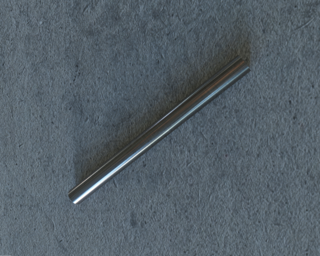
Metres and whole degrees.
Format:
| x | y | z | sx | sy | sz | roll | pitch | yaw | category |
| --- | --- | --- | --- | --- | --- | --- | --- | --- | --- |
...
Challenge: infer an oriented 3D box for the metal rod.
| x | y | z | sx | sy | sz | roll | pitch | yaw | category |
| --- | --- | --- | --- | --- | --- | --- | --- | --- | --- |
| -0.011 | 0.011 | 0.414 | 0.300 | 0.025 | 0.025 | -38 | 78 | 15 | metal rod |
